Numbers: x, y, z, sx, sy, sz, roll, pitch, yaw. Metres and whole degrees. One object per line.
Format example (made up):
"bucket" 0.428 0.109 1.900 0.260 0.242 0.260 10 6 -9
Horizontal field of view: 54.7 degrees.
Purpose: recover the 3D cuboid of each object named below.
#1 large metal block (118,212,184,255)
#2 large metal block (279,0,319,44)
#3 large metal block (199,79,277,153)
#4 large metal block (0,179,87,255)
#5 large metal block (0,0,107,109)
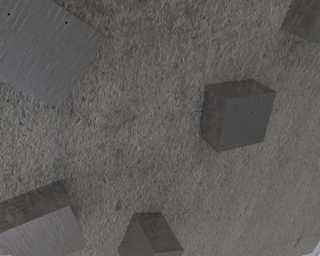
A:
"large metal block" -0.017 0.189 0.479 0.050 0.080 0.079 9 114 -33
"large metal block" 0.223 -0.156 0.415 0.081 0.050 0.079 7 115 -32
"large metal block" 0.106 -0.019 0.437 0.081 0.050 0.079 -11 123 -23
"large metal block" -0.146 0.123 0.387 0.081 0.050 0.079 -20 126 -17
"large metal block" -0.110 -0.077 0.283 0.080 0.050 0.080 28 103 -38
